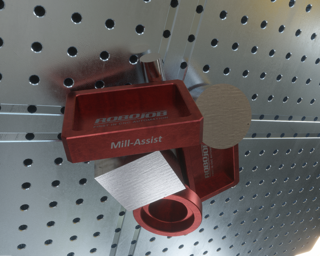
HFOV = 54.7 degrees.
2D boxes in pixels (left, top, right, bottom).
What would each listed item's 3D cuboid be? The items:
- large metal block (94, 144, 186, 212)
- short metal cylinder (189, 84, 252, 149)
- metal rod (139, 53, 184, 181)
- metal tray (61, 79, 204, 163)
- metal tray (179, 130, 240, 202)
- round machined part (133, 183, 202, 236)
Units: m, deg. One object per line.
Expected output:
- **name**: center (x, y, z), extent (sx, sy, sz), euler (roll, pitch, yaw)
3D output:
- **large metal block**: center (-0.024, 0.050, 0.384), extent (0.080, 0.050, 0.080), euler (-25, 130, 9)
- **short metal cylinder**: center (0.069, -0.016, 0.399), extent (0.081, 0.050, 0.079), euler (-1, 95, -17)
- **metal rod**: center (0.015, 0.038, 0.438), extent (0.025, 0.025, 0.298), euler (-23, 127, -15)
- **metal tray**: center (-0.030, -0.012, 0.322), extent (0.131, 0.090, 0.030), euler (-8, 125, -8)
- **metal tray**: center (0.075, 0.051, 0.476), extent (0.091, 0.030, 0.129), euler (-23, 127, -15)
- **round machined part**: center (0.012, 0.112, 0.454), extent (0.099, 0.042, 0.097), euler (4, 128, 5)
